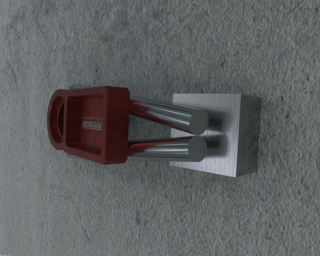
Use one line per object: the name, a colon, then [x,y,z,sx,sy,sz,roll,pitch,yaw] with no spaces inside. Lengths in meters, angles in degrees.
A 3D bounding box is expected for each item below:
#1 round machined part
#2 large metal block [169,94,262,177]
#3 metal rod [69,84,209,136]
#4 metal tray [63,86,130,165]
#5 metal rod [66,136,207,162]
round machined part: [-0.146,-0.013,0.505,0.098,0.042,0.097,-1,89,50]
large metal block: [0.059,0.004,0.338,0.080,0.050,0.079,5,93,39]
metal rod: [-0.053,-0.033,0.406,0.300,0.025,0.025,18,101,51]
metal tray: [-0.088,-0.006,0.406,0.130,0.030,0.089,5,93,52]
metal rod: [-0.056,0.029,0.409,0.299,0.025,0.025,-6,86,52]
